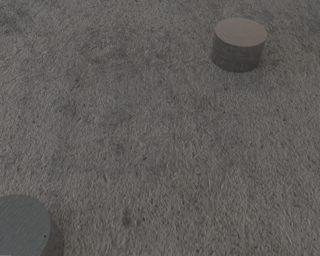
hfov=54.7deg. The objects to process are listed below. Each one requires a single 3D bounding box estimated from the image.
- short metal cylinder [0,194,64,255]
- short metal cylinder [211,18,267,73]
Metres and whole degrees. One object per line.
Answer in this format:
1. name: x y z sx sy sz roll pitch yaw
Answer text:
1. short metal cylinder: -0.138 0.111 0.293 0.081 0.050 0.080 0 50 0
2. short metal cylinder: 0.126 -0.135 0.501 0.081 0.050 0.080 0 50 0
